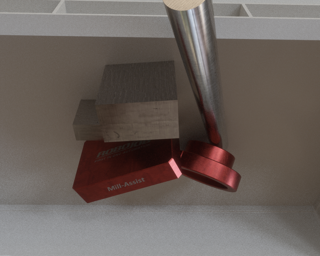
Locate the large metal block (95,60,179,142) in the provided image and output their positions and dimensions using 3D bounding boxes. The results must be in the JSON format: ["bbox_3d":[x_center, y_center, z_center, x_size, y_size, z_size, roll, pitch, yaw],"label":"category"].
[{"bbox_3d":[-0.022,-0.032,0.346,0.080,0.080,0.050,-3,130,2],"label":"large metal block"}]

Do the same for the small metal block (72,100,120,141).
[{"bbox_3d":[-0.075,-0.011,0.383,0.050,0.050,0.025,0,130,0],"label":"small metal block"}]

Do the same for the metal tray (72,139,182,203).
[{"bbox_3d":[-0.040,0.037,0.397,0.130,0.090,0.030,-18,128,14],"label":"metal tray"}]

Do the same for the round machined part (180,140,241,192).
[{"bbox_3d":[0.062,0.049,0.419,0.098,0.042,0.098,21,167,5],"label":"round machined part"}]

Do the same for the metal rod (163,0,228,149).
[{"bbox_3d":[0.048,-0.024,0.294,0.025,0.025,0.300,-12,160,10],"label":"metal rod"}]
